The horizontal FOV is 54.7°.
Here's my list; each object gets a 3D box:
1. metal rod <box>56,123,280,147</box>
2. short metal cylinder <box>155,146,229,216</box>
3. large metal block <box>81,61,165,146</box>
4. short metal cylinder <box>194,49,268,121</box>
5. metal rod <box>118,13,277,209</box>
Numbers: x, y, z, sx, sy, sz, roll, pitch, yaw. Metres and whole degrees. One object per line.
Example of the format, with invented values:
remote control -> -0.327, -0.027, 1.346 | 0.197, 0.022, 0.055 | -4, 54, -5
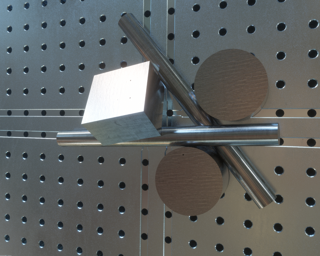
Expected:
metal rod -> -0.009, 0.011, 0.394 | 0.301, 0.025, 0.025 | -2, 90, 26
short metal cylinder -> 0.041, 0.062, 0.381 | 0.080, 0.050, 0.079 | 0, 90, 20
large metal block -> -0.043, -0.030, 0.391 | 0.080, 0.050, 0.080 | -10, 52, 20
short metal cylinder -> 0.086, -0.048, 0.366 | 0.080, 0.050, 0.079 | 0, 90, 20
metal rod -> 0.040, -0.030, 0.395 | 0.025, 0.025, 0.299 | -40, 78, 16
